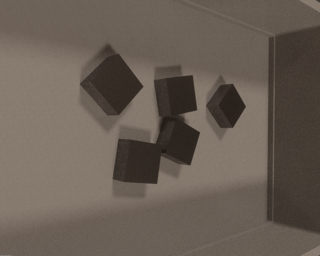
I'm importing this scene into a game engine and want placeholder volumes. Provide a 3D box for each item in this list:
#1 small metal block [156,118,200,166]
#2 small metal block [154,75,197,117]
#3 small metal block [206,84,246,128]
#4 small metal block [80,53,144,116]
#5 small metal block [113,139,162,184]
[{"bbox_3d":[0.024,0.019,0.429,0.050,0.025,0.050,29,72,-37],"label":"small metal block"},{"bbox_3d":[0.022,-0.045,0.427,0.050,0.025,0.050,-14,99,-39],"label":"small metal block"},{"bbox_3d":[0.107,-0.035,0.499,0.050,0.025,0.050,52,59,-27],"label":"small metal block"},{"bbox_3d":[-0.055,-0.050,0.362,0.050,0.025,0.050,52,59,-28],"label":"small metal block"},{"bbox_3d":[-0.027,0.042,0.386,0.050,0.025,0.050,12,82,-40],"label":"small metal block"}]
